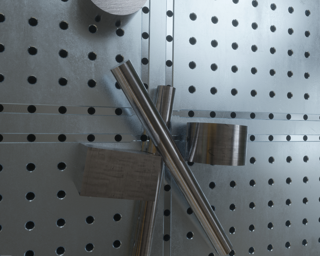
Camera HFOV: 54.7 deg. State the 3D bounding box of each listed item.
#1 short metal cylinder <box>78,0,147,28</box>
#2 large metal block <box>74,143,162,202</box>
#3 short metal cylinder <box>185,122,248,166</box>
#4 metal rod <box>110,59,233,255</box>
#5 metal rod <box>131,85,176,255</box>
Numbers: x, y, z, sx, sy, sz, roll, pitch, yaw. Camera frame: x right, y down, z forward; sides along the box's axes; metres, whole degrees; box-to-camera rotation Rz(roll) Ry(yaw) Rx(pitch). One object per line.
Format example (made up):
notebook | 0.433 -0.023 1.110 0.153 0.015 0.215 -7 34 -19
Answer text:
short metal cylinder | -0.058 -0.169 0.378 0.081 0.050 0.079 0 90 -20
large metal block | -0.053 0.050 0.364 0.081 0.080 0.050 9 87 -20
short metal cylinder | 0.074 0.020 0.411 0.081 0.080 0.050 4 89 -20
metal rod | 0.024 0.051 0.398 0.025 0.025 0.299 -35 110 -16
metal rod | -0.014 0.093 0.407 0.025 0.025 0.298 10 87 -20
